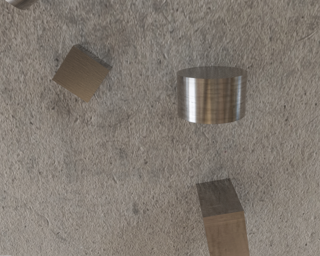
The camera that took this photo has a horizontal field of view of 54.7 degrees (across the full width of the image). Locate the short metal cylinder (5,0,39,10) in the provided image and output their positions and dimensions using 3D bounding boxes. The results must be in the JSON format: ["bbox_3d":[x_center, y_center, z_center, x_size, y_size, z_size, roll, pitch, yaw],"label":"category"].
[{"bbox_3d":[-0.147,-0.170,0.316,0.050,0.080,0.080,-31,107,11],"label":"short metal cylinder"}]

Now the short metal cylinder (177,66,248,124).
[{"bbox_3d":[0.060,-0.042,0.366,0.080,0.080,0.050,-2,110,1],"label":"short metal cylinder"}]

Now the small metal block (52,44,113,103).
[{"bbox_3d":[-0.095,-0.068,0.384,0.050,0.025,0.050,34,106,-12],"label":"small metal block"}]

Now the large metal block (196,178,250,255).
[{"bbox_3d":[0.085,0.128,0.428,0.050,0.080,0.079,-11,110,4],"label":"large metal block"}]
